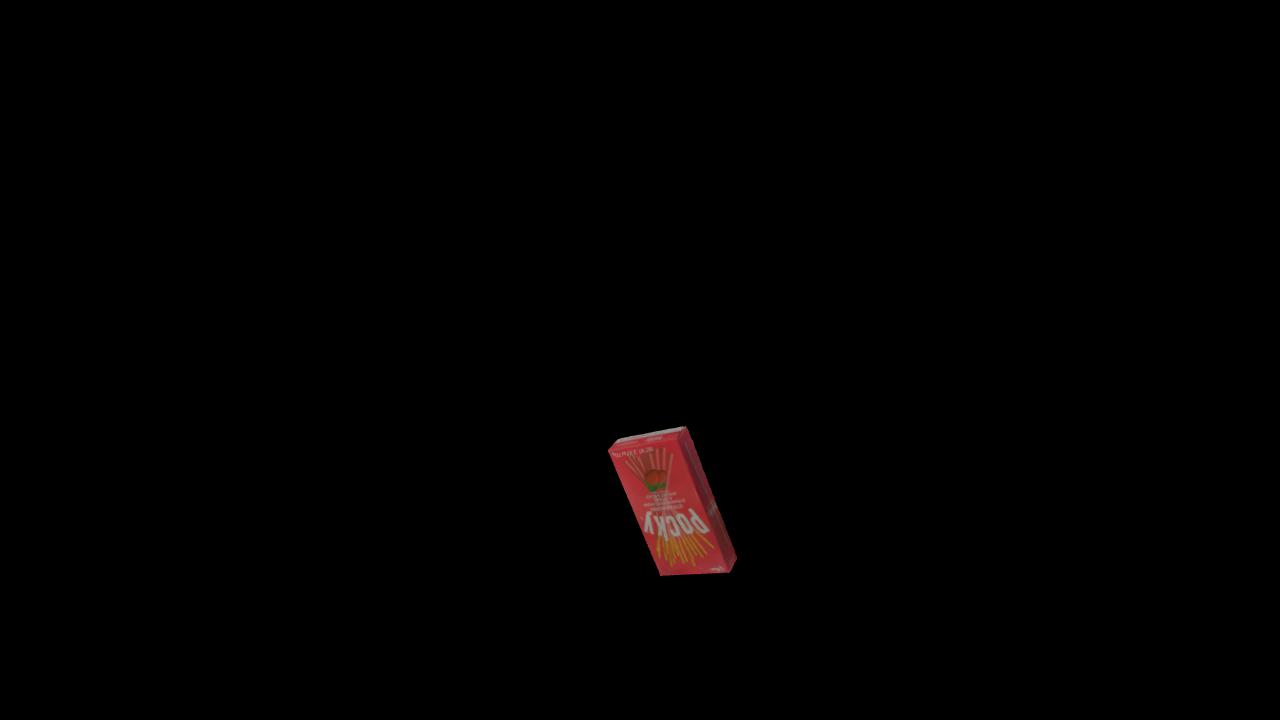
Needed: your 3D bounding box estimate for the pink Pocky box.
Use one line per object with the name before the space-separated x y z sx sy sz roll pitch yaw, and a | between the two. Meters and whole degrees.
pink Pocky box | 0.033 0.147 0.626 0.084 0.155 0.029 -15 13 31
